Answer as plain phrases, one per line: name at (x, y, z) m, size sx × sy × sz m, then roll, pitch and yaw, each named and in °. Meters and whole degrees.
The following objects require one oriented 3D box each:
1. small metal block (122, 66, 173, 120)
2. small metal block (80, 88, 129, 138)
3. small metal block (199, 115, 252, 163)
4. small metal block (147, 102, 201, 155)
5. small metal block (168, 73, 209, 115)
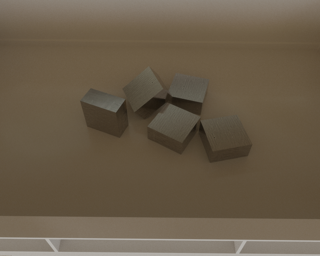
small metal block at (-0.018, -0.049, 0.430) m, size 0.050 × 0.025 × 0.050 m, roll -38°, pitch 53°, yaw 13°
small metal block at (-0.071, -0.019, 0.404) m, size 0.050 × 0.050 × 0.025 m, roll 18°, pitch 53°, yaw 14°
small metal block at (0.082, 0.013, 0.395) m, size 0.050 × 0.025 × 0.050 m, roll -9°, pitch 51°, yaw -8°
small metal block at (0.018, 0.000, 0.406) m, size 0.050 × 0.025 × 0.050 m, roll 25°, pitch 54°, yaw 19°
small metal block at (0.040, -0.050, 0.448) m, size 0.050 × 0.025 × 0.050 m, roll 13°, pitch 51°, yaw 10°
